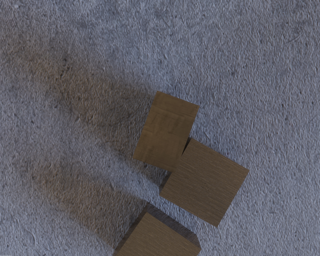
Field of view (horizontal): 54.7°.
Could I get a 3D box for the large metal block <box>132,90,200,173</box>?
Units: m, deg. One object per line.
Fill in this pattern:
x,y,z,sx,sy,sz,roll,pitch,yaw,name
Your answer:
0.007,0.004,0.382,0.050,0.080,0.080,20,90,0,large metal block

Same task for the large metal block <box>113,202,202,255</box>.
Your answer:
-0.006,0.156,0.397,0.080,0.050,0.080,35,90,0,large metal block

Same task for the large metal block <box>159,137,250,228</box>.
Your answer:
0.054,0.066,0.398,0.080,0.050,0.080,30,90,0,large metal block
